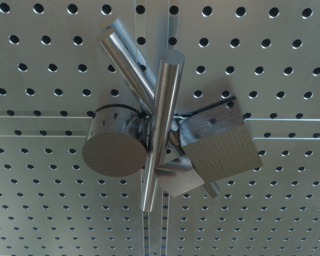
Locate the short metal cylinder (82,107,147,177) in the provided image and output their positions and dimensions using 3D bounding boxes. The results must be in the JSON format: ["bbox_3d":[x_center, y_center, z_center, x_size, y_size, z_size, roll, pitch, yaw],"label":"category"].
[{"bbox_3d":[-0.057,0.019,0.406,0.081,0.050,0.079,-1,130,-1],"label":"short metal cylinder"}]

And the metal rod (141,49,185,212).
[{"bbox_3d":[-0.004,0.030,0.407,0.025,0.025,0.298,5,138,-4],"label":"metal rod"}]

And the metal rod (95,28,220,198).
[{"bbox_3d":[0.013,0.003,0.409,0.025,0.025,0.300,-22,127,18],"label":"metal rod"}]

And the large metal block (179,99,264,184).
[{"bbox_3d":[0.080,0.020,0.407,0.080,0.050,0.080,-21,127,17],"label":"large metal block"}]

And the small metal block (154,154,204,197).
[{"bbox_3d":[0.028,0.065,0.421,0.050,0.025,0.050,-27,141,11],"label":"small metal block"}]
